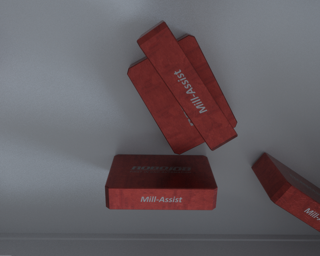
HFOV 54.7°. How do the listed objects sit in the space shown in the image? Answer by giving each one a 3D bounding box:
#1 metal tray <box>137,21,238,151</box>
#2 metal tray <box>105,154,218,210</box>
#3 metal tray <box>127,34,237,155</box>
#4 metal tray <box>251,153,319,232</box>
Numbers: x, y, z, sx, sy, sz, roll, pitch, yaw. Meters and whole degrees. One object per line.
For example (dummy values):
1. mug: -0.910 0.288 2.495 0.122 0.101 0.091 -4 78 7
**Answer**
1. metal tray: 0.028 -0.048 0.326 0.030 0.090 0.130 -33 107 11
2. metal tray: 0.001 0.067 0.401 0.131 0.090 0.030 1 110 -1
3. metal tray: 0.029 -0.041 0.394 0.090 0.030 0.130 -28 108 9
4. metal tray: 0.192 0.093 0.413 0.130 0.090 0.030 33 107 -12
